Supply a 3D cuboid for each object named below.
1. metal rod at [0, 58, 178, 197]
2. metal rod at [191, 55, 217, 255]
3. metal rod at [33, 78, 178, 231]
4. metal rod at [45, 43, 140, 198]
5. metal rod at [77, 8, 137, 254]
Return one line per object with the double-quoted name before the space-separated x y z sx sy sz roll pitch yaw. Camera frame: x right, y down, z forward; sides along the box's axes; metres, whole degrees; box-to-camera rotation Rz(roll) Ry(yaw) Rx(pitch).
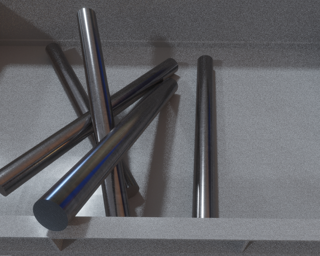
"metal rod" -0.068 -0.021 0.392 0.025 0.025 0.302 29 46 22
"metal rod" 0.057 0.008 0.398 0.025 0.025 0.300 4 50 4
"metal rod" -0.027 -0.003 0.328 0.025 0.025 0.301 14 27 11
"metal rod" -0.105 -0.029 0.428 0.025 0.025 0.300 -23 54 -18
"metal rod" -0.066 -0.015 0.356 0.025 0.025 0.299 -10 68 -8
